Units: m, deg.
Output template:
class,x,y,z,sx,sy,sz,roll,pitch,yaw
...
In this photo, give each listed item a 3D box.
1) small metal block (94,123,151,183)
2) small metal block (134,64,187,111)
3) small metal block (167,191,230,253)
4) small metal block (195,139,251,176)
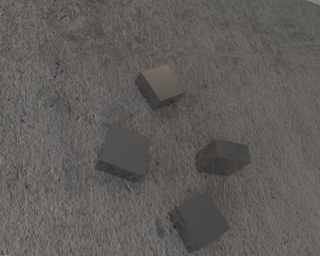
class,x,y,z,sx,sy,sz,roll,pitch,yaw
small metal block,-0.042,0.030,0.363,0.050,0.025,0.050,23,53,-14
small metal block,0.001,-0.058,0.439,0.050,0.025,0.050,-23,75,-36
small metal block,0.045,0.109,0.362,0.050,0.025,0.050,-18,71,-35
small metal block,0.081,0.040,0.407,0.050,0.050,0.025,12,57,-22
